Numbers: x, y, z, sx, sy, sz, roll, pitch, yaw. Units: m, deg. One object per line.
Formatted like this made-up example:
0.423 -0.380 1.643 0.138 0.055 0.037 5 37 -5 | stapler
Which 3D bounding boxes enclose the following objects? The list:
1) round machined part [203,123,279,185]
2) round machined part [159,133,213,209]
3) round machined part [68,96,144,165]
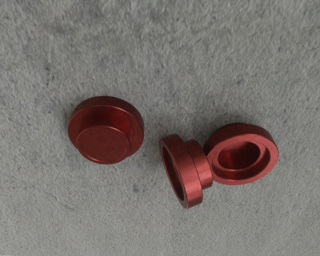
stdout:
0.106 0.031 0.423 0.099 0.042 0.097 -2 131 -2 | round machined part
0.036 0.053 0.409 0.042 0.098 0.097 -19 131 -10 | round machined part
-0.070 0.010 0.404 0.099 0.042 0.097 -1 130 0 | round machined part
